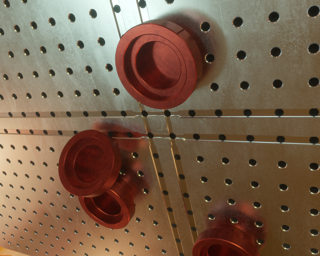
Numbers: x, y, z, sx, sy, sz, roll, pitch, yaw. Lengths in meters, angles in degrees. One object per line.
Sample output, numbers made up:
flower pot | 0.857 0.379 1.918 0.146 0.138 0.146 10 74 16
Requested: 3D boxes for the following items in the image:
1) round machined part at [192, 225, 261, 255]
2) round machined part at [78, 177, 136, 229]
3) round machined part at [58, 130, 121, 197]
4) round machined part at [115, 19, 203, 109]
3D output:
round machined part | 0.101 0.185 0.462 0.098 0.042 0.097 13 124 21
round machined part | -0.084 0.118 0.518 0.098 0.042 0.097 13 124 21
round machined part | -0.100 0.055 0.465 0.098 0.042 0.098 -7 71 23
round machined part | 0.002 -0.074 0.354 0.098 0.042 0.097 13 124 21
